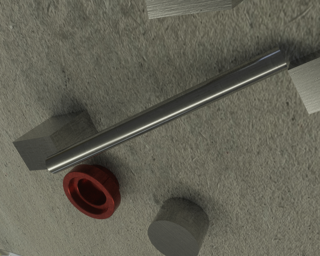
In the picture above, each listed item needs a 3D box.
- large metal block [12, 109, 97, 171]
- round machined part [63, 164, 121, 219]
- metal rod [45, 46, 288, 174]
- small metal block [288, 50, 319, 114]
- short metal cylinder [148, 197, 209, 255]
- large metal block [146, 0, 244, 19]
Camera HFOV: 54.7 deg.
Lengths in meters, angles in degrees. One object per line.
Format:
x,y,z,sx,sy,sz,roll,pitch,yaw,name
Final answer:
-0.151,0.018,0.460,0.080,0.080,0.050,-8,114,31,large metal block
-0.107,0.099,0.511,0.098,0.042,0.097,13,124,20,round machined part
-0.010,-0.011,0.352,0.300,0.025,0.025,-24,106,19,metal rod
0.158,-0.047,0.294,0.050,0.025,0.050,-22,107,36,small metal block
0.029,0.153,0.469,0.080,0.050,0.079,13,124,20,short metal cylinder
0.029,-0.150,0.282,0.080,0.050,0.079,3,120,26,large metal block
